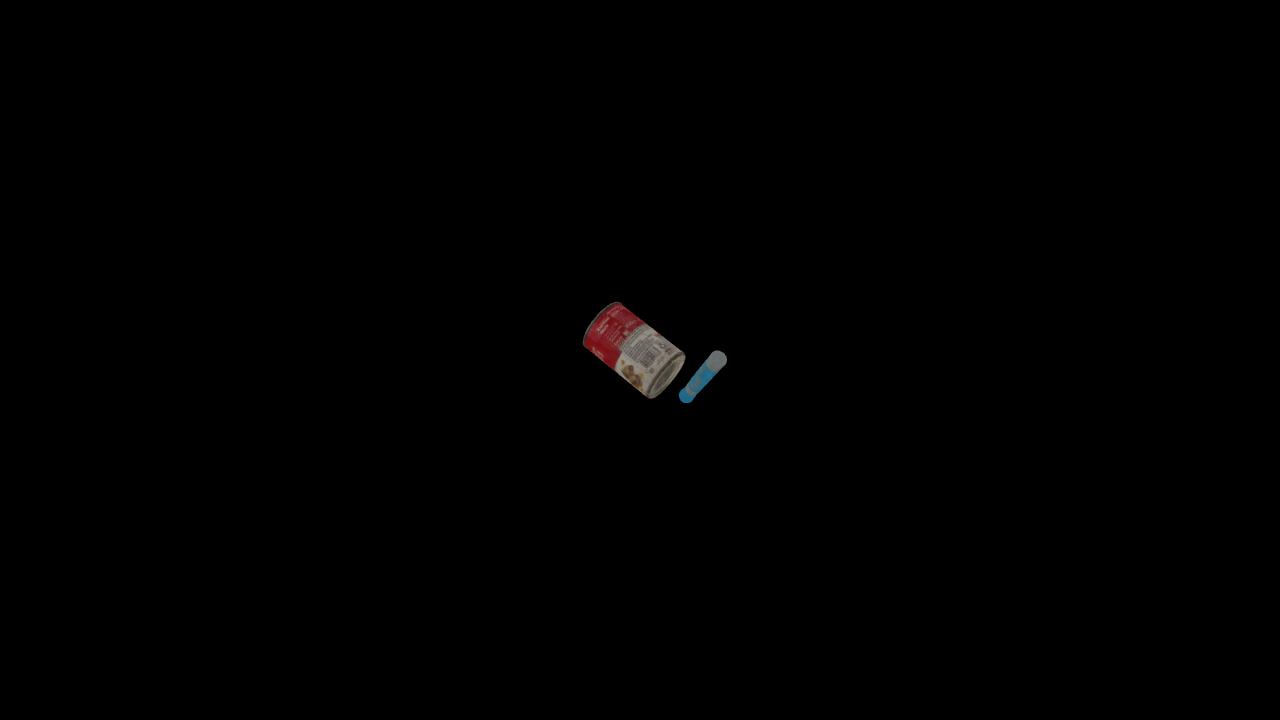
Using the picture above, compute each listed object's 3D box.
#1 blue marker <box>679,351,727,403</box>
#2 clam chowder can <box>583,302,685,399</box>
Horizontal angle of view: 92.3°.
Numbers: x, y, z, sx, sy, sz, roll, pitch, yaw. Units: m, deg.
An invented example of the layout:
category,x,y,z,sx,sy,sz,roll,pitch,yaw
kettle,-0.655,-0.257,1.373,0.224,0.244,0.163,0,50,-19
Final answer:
category,x,y,z,sx,sy,sz,roll,pitch,yaw
blue marker,0.069,0.022,0.697,0.020,0.020,0.121,0,-24,-15
clam chowder can,-0.006,-0.011,0.710,0.102,0.068,0.068,38,12,16
